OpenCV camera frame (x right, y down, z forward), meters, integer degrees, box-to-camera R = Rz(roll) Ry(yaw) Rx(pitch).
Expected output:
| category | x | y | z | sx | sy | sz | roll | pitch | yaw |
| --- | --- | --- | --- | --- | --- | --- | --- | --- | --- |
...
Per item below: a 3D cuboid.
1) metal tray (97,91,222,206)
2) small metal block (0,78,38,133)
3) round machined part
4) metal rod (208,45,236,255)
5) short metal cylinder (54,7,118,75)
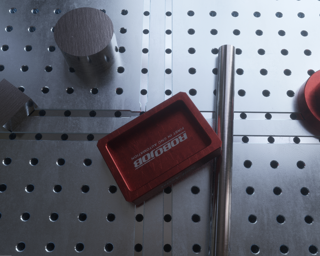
| category | x | y | z | sx | sy | sz | roll | pitch | yaw |
| --- | --- | --- | --- | --- | --- | --- | --- | --- | --- |
| metal tray | -0.001 | 0.024 | 0.386 | 0.130 | 0.030 | 0.090 | -31 | 67 | -4 |
| small metal block | -0.207 | -0.031 | 0.420 | 0.050 | 0.025 | 0.050 | 35 | 73 | 11 |
| round machined part | 0.246 | -0.041 | 0.421 | 0.099 | 0.042 | 0.098 | 0 | 70 | -1 |
| metal rod | 0.082 | 0.024 | 0.403 | 0.025 | 0.025 | 0.299 | 6 | 70 | 2 |
| short metal cylinder | -0.103 | -0.123 | 0.442 | 0.081 | 0.050 | 0.080 | 0 | 70 | 0 |
